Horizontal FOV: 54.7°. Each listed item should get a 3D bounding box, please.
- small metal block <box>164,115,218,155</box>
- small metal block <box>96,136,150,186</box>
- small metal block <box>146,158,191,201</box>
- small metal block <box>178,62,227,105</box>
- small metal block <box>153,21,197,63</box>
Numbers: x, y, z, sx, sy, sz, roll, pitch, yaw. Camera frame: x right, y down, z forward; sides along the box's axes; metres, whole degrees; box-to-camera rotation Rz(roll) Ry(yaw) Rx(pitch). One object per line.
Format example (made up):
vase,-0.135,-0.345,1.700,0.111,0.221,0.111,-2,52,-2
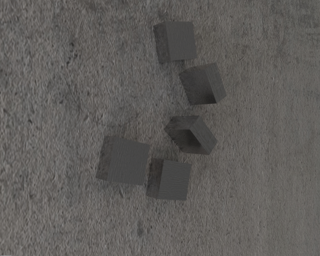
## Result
small metal block,0.042,0.010,0.423,0.050,0.050,0.025,51,60,-28
small metal block,-0.043,0.039,0.368,0.050,0.025,0.050,17,80,-39
small metal block,0.012,0.069,0.415,0.050,0.025,0.050,14,81,-39
small metal block,0.060,-0.061,0.438,0.025,0.050,0.050,-36,112,-34
small metal block,0.021,-0.117,0.422,0.050,0.025,0.050,-15,100,-39
